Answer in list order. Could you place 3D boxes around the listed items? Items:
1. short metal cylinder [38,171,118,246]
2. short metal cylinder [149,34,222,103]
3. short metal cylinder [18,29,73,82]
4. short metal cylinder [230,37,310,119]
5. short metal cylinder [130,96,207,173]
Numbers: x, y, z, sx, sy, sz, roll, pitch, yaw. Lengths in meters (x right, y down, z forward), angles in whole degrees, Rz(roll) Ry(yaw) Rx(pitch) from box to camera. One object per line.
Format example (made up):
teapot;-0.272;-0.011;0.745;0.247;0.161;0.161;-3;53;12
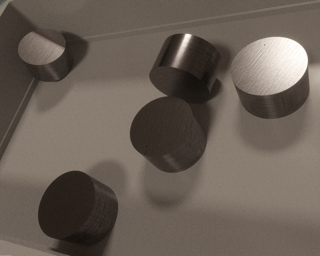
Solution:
short metal cylinder;-0.099;0.099;0.379;0.080;0.050;0.080;-13;56;20
short metal cylinder;0.033;-0.074;0.398;0.080;0.080;0.050;10;67;32
short metal cylinder;-0.203;-0.130;0.554;0.081;0.050;0.080;0;64;0
short metal cylinder;0.127;-0.057;0.358;0.080;0.050;0.080;-13;56;20
short metal cylinder;0.011;0.008;0.378;0.080;0.050;0.080;-13;56;20
